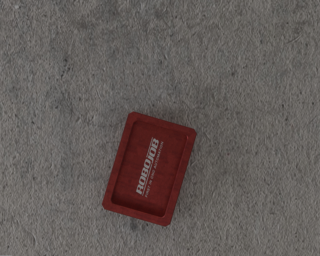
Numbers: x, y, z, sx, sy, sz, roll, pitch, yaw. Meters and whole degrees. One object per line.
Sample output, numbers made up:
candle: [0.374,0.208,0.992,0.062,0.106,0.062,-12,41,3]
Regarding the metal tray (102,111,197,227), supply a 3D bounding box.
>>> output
metal tray: [-0.013,0.052,0.407,0.090,0.030,0.129,16,90,0]
